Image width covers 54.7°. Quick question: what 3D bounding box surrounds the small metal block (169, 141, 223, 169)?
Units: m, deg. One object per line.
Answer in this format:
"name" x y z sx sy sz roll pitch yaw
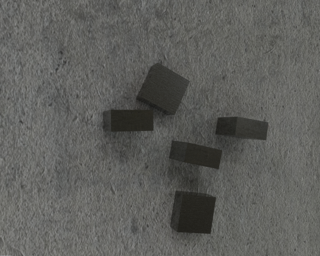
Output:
"small metal block" 0.046 0.035 0.413 0.050 0.050 0.025 13 86 -20

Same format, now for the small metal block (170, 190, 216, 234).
"small metal block" 0.045 0.116 0.426 0.050 0.025 0.050 10 87 -20

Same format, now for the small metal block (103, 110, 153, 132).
"small metal block" -0.040 -0.009 0.381 0.050 0.050 0.025 -1 91 -20

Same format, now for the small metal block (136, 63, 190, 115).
"small metal block" 0.004 -0.050 0.410 0.050 0.025 0.050 27 81 -18

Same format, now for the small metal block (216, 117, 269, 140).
"small metal block" 0.115 0.001 0.438 0.050 0.050 0.025 9 87 -20
